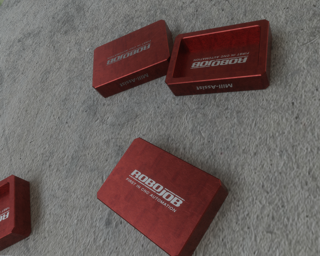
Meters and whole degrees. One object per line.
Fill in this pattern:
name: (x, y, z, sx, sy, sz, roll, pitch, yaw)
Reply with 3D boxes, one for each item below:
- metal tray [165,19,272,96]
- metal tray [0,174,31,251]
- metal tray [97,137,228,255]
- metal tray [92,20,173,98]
metal tray: (0.078, -0.092, 0.415, 0.130, 0.030, 0.090, -2, 61, 27)
metal tray: (-0.250, 0.136, 0.448, 0.130, 0.030, 0.090, -28, 52, 10)
metal tray: (-0.001, 0.075, 0.355, 0.130, 0.030, 0.090, 25, 75, 36)
metal tray: (-0.043, -0.109, 0.490, 0.130, 0.030, 0.090, -18, 55, 17)
